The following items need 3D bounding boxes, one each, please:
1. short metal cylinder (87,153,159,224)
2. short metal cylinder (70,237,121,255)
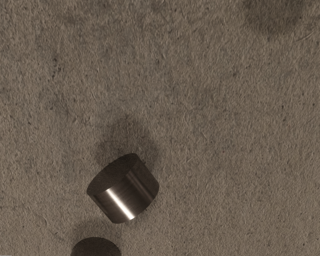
[{"bbox_3d":[-0.048,0.078,0.409,0.080,0.080,0.050,-32,107,10],"label":"short metal cylinder"},{"bbox_3d":[-0.102,0.217,0.475,0.081,0.050,0.079,0,110,-1],"label":"short metal cylinder"}]
